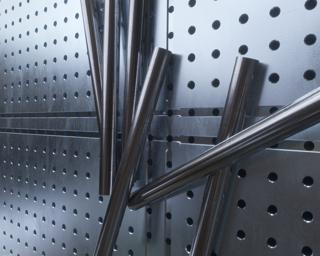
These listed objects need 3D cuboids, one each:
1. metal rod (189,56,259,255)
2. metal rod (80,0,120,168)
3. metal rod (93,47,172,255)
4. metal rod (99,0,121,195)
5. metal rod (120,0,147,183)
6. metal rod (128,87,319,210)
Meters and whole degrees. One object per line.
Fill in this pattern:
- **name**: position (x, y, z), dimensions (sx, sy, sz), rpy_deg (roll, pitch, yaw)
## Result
- **metal rod**: position (0.065, 0.070, 0.356), dimensions (0.025, 0.025, 0.298), rpy_deg (19, 102, 38)
- **metal rod**: position (-0.094, -0.070, 0.488), dimensions (0.025, 0.025, 0.299), rpy_deg (-16, 80, 39)
- **metal rod**: position (-0.039, 0.040, 0.420), dimensions (0.025, 0.025, 0.298), rpy_deg (20, 96, 38)
- **metal rod**: position (-0.073, -0.054, 0.455), dimensions (0.025, 0.025, 0.299), rpy_deg (-4, 83, 40)
- **metal rod**: position (-0.037, -0.072, 0.441), dimensions (0.025, 0.025, 0.298), rpy_deg (6, 94, 40)
- **metal rod**: position (0.048, 0.041, 0.338), dimensions (0.299, 0.025, 0.025), rpy_deg (-37, 67, 44)
